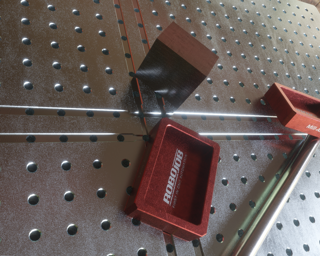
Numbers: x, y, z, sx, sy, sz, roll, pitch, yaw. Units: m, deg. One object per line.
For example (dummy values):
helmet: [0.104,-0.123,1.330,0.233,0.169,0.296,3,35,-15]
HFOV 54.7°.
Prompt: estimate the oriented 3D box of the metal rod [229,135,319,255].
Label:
metal rod: [0.178,0.091,0.450,0.025,0.025,0.302,48,51,5]

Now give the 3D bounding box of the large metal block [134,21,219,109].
large metal block: [0.022,-0.087,0.440,0.080,0.080,0.050,37,51,-4]

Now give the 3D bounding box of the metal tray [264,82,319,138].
metal tray: [0.258,-0.027,0.546,0.131,0.030,0.090,16,37,-20]

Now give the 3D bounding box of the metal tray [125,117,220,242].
metal tray: [0.021,0.059,0.381,0.090,0.030,0.130,27,52,-12]
